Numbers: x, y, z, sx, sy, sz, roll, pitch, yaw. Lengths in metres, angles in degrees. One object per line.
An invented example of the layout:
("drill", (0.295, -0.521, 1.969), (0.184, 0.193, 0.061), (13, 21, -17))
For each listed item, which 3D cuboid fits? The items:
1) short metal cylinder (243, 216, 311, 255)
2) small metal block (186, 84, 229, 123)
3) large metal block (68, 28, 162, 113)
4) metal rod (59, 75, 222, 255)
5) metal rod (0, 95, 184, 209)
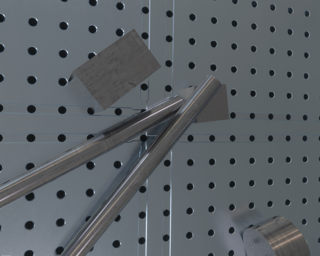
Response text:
("short metal cylinder", (0.165, 0.174, 0.445), (0.050, 0.080, 0.080), (-17, 96, -19))
("small metal block", (0.067, -0.034, 0.438), (0.050, 0.025, 0.050), (-7, 92, -20))
("large metal block", (-0.056, -0.062, 0.363), (0.080, 0.080, 0.050), (-40, 103, -16))
("metal rod", (-0.023, 0.053, 0.389), (0.025, 0.025, 0.300), (41, 82, -16))
("metal rod", (-0.099, 0.034, 0.376), (0.302, 0.025, 0.025), (-28, 100, -18))
